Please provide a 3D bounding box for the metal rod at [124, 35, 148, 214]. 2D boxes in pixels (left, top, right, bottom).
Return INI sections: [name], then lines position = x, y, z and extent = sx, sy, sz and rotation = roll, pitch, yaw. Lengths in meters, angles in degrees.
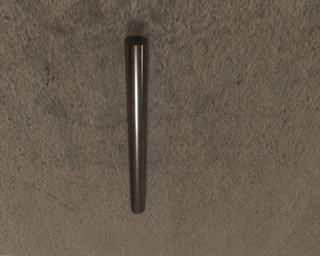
[metal rod]
position = -0.031, 0.021, 0.424
extent = 0.025, 0.025, 0.298
rotation = 1, 130, -2
